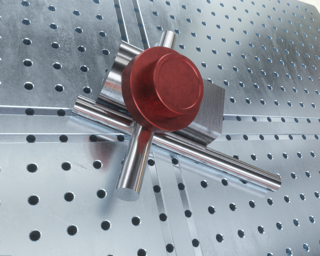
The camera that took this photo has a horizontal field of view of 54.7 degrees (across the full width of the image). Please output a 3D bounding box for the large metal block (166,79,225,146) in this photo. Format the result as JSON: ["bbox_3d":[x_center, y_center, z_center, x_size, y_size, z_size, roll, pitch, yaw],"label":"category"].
[{"bbox_3d":[0.040,-0.027,0.427,0.080,0.050,0.080,23,53,-15],"label":"large metal block"}]

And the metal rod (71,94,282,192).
[{"bbox_3d":[0.033,0.026,0.411,0.302,0.025,0.025,22,53,-15],"label":"metal rod"}]

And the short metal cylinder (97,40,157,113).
[{"bbox_3d":[-0.041,-0.063,0.389,0.050,0.080,0.080,23,53,-15],"label":"short metal cylinder"}]

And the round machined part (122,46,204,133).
[{"bbox_3d":[0.010,-0.045,0.347,0.099,0.042,0.097,7,78,-34],"label":"round machined part"}]

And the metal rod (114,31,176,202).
[{"bbox_3d":[-0.009,-0.042,0.405,0.025,0.025,0.300,25,45,-13],"label":"metal rod"}]
